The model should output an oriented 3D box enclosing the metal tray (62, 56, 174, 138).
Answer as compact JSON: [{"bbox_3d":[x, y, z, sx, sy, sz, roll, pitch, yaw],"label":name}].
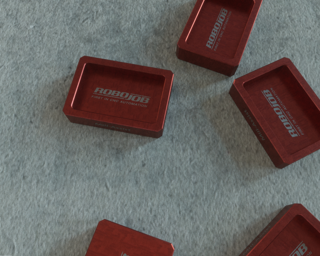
[{"bbox_3d":[-0.053,-0.043,0.420,0.131,0.030,0.090,11,70,3],"label":"metal tray"}]

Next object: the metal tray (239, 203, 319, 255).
[{"bbox_3d":[0.143,0.161,0.348,0.130,0.030,0.090,-40,75,-14],"label":"metal tray"}]

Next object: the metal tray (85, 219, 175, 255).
[{"bbox_3d":[-0.047,0.178,0.340,0.090,0.030,0.130,18,71,6],"label":"metal tray"}]

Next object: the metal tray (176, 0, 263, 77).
[{"bbox_3d":[0.088,-0.150,0.461,0.090,0.030,0.130,21,71,7],"label":"metal tray"}]

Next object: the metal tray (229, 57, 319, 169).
[{"bbox_3d":[0.165,-0.022,0.415,0.091,0.030,0.130,-25,72,-9],"label":"metal tray"}]
